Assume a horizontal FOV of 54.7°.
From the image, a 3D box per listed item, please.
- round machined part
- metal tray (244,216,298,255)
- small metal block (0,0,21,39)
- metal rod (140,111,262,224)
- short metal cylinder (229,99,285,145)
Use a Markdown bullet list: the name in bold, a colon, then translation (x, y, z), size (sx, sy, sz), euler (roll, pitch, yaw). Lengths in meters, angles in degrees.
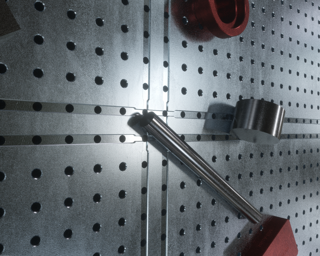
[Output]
- **round machined part**: translation (0.092, -0.187, 0.477), size (0.099, 0.042, 0.097), euler (0, 90, -40)
- **metal tray**: translation (0.212, 0.243, 0.588), size (0.131, 0.030, 0.090), euler (-35, 112, -35)
- **small metal block**: translation (-0.163, -0.100, 0.273), size (0.050, 0.025, 0.050), euler (-38, 113, -34)
- **metal rod**: translation (0.077, 0.074, 0.476), size (0.300, 0.025, 0.025), euler (42, 64, -32)
- **short metal cylinder**: translation (0.160, -0.009, 0.510), size (0.080, 0.080, 0.050), euler (26, 74, -37)
